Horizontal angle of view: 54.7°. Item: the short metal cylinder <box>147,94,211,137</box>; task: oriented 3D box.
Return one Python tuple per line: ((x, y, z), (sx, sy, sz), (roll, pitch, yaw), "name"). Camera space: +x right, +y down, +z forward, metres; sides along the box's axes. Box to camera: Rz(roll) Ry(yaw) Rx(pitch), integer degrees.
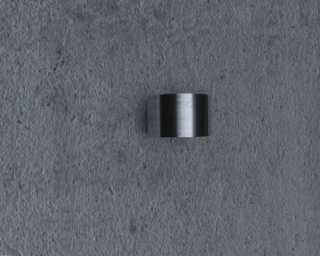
((0.024, -0.015, 0.391), (0.081, 0.080, 0.050), (-1, 91, -20), "short metal cylinder")
